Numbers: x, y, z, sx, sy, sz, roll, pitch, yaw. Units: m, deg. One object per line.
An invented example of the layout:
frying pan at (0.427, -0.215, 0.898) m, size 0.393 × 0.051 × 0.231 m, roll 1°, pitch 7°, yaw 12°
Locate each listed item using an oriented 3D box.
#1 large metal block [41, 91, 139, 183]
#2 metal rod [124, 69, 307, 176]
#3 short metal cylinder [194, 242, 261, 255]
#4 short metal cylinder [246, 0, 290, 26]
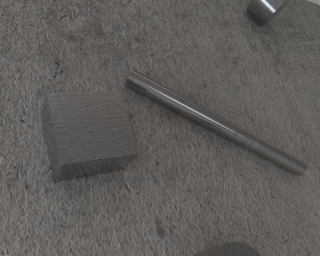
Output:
large metal block at (-0.079, 0.007, 0.341) m, size 0.081 × 0.050 × 0.080 m, roll -6°, pitch 65°, yaw -31°
metal rod at (0.089, -0.003, 0.453) m, size 0.301 × 0.025 × 0.025 m, roll 27°, pitch 52°, yaw -12°
short metal cylinder at (0.071, 0.166, 0.325) m, size 0.081 × 0.050 × 0.080 m, roll 14°, pitch 56°, yaw -21°
short metal cylinder at (0.230, -0.262, 0.652) m, size 0.050 × 0.080 × 0.080 m, roll 48°, pitch 51°, yaw 5°
